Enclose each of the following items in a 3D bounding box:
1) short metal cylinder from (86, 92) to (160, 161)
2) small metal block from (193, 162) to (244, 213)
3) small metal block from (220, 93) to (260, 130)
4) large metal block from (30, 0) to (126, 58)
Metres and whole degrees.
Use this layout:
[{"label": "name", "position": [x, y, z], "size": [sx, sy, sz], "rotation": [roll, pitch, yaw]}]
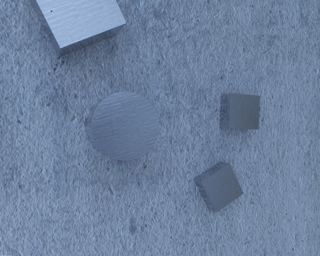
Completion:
[{"label": "short metal cylinder", "position": [-0.047, -0.002, 0.379], "size": [0.081, 0.050, 0.079], "rotation": [0, 90, -21]}, {"label": "small metal block", "position": [0.083, 0.083, 0.442], "size": [0.050, 0.025, 0.050], "rotation": [-29, 100, -18]}, {"label": "small metal block", "position": [0.117, -0.023, 0.454], "size": [0.050, 0.025, 0.050], "rotation": [3, 89, -20]}, {"label": "large metal block", "position": [-0.098, -0.139, 0.360], "size": [0.081, 0.050, 0.080], "rotation": [-28, 100, -18]}]
